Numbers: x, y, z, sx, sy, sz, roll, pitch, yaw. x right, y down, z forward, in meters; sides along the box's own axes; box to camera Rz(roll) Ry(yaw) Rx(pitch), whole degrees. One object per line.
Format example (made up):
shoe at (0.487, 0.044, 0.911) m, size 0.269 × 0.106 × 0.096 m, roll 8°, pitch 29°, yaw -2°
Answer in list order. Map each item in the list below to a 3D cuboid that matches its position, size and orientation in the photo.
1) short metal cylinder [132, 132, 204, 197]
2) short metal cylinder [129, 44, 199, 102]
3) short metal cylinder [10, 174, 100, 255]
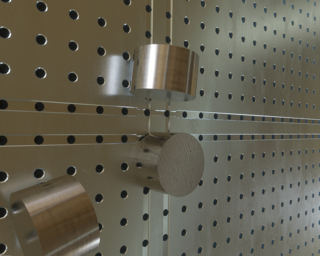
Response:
short metal cylinder at (0.012, 0.045, 0.403) m, size 0.081 × 0.050 × 0.079 m, roll 0°, pitch 90°, yaw -40°
short metal cylinder at (0.005, -0.064, 0.377) m, size 0.081 × 0.080 × 0.050 m, roll 9°, pitch 85°, yaw -40°
short metal cylinder at (-0.100, 0.089, 0.290) m, size 0.050 × 0.080 × 0.079 m, roll -17°, pitch 101°, yaw -39°
